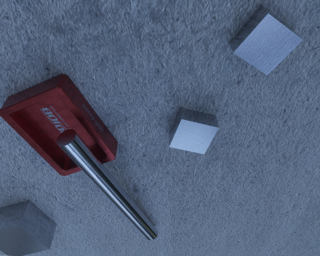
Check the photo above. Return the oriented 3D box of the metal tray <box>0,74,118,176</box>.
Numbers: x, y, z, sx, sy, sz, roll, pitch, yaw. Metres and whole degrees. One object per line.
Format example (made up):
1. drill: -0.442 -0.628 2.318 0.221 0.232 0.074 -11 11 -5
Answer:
1. metal tray: -0.126 0.002 0.403 0.090 0.030 0.130 -19 128 15

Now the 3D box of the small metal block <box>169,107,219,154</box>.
1. small metal block: 0.044 0.004 0.412 0.050 0.025 0.050 13 129 -11

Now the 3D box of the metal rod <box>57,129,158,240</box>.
1. metal rod: -0.062 0.104 0.467 0.025 0.025 0.299 -15 137 11

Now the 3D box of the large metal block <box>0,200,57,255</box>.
1. large metal block: -0.243 0.177 0.538 0.080 0.050 0.080 -18 128 14

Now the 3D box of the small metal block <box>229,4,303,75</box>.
1. small metal block: 0.112 -0.093 0.330 0.050 0.025 0.050 26 125 -21
